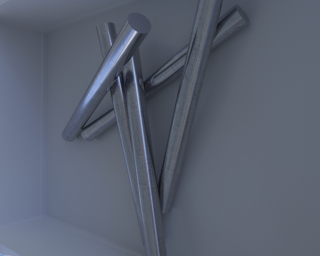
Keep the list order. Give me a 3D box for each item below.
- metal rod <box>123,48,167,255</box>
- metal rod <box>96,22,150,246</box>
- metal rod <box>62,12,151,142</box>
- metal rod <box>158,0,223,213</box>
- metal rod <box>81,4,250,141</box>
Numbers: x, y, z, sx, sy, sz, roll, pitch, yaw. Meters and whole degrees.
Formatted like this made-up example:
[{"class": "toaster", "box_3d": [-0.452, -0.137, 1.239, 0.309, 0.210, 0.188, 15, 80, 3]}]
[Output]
[{"class": "metal rod", "box_3d": [-0.022, 0.025, 0.390, 0.025, 0.025, 0.298, -14, 81, 39]}, {"class": "metal rod", "box_3d": [-0.042, 0.009, 0.416, 0.025, 0.025, 0.298, -12, 90, 39]}, {"class": "metal rod", "box_3d": [-0.089, -0.045, 0.421, 0.299, 0.025, 0.025, -40, 65, 53]}, {"class": "metal rod", "box_3d": [0.032, -0.034, 0.358, 0.025, 0.025, 0.298, 26, 113, 37]}, {"class": "metal rod", "box_3d": [-0.014, -0.056, 0.418, 0.299, 0.025, 0.025, -33, 70, 35]}]
